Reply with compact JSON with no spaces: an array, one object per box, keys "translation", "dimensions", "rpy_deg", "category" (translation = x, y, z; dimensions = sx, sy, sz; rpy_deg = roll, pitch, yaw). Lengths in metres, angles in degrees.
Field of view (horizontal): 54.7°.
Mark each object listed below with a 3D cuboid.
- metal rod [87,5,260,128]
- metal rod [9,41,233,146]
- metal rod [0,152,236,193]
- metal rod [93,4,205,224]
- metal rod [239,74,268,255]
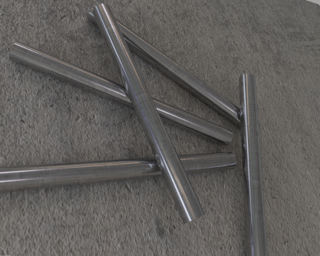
[{"translation":[0.024,-0.085,0.467],"dimensions":[0.301,0.025,0.025],"rpy_deg":[35,51,-5],"category":"metal rod"},{"translation":[-0.037,-0.038,0.406],"dimensions":[0.302,0.025,0.025],"rpy_deg":[21,54,-15],"category":"metal rod"},{"translation":[-0.036,0.047,0.355],"dimensions":[0.303,0.025,0.025],"rpy_deg":[-1,62,-29],"category":"metal rod"},{"translation":[-0.022,-0.032,0.377],"dimensions":[0.025,0.025,0.299],"rpy_deg":[-12,68,-33],"category":"metal rod"},{"translation":[0.124,0.056,0.415],"dimensions":[0.025,0.025,0.299],"rpy_deg":[15,62,-20],"category":"metal rod"}]
